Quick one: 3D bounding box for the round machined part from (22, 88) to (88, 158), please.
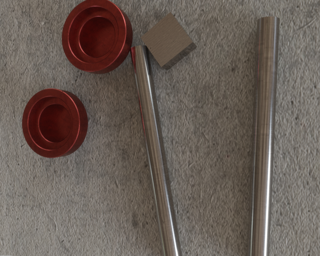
[{"bbox_3d":[-0.147,-0.007,0.452,0.098,0.042,0.097,0,90,20],"label":"round machined part"}]

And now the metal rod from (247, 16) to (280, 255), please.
[{"bbox_3d":[0.121,0.022,0.366,0.025,0.025,0.298,3,91,20],"label":"metal rod"}]

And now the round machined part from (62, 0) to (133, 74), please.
[{"bbox_3d":[-0.082,-0.123,0.429,0.098,0.042,0.097,0,90,20],"label":"round machined part"}]

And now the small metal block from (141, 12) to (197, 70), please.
[{"bbox_3d":[0.012,-0.112,0.405,0.050,0.025,0.050,-37,79,16],"label":"small metal block"}]

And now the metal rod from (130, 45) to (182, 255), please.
[{"bbox_3d":[-0.005,0.040,0.410,0.025,0.025,0.298,-10,87,19],"label":"metal rod"}]
